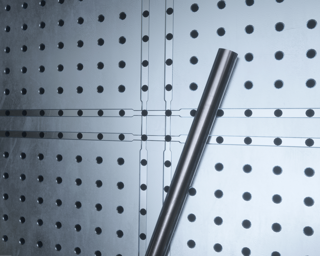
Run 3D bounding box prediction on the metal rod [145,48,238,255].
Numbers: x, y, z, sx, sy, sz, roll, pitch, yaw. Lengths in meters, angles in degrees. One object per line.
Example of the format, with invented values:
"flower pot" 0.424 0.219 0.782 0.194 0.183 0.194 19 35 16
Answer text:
"metal rod" 0.036 0.046 0.399 0.025 0.025 0.298 21 97 18
